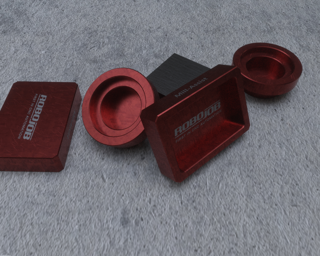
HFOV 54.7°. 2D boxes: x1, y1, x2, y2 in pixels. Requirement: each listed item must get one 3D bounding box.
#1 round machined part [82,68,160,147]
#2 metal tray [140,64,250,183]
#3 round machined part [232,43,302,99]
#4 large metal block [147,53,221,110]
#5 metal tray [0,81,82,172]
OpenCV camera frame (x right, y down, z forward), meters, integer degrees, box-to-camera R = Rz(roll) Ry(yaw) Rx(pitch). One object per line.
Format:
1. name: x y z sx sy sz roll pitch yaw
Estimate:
1. round machined part: -0.045 -0.023 0.392 0.098 0.042 0.098 -4 78 19
2. metal tray: 0.048 -0.008 0.365 0.131 0.090 0.030 -33 31 -25
3. round machined part: 0.155 -0.082 0.463 0.099 0.042 0.098 0 50 0
4. large metal block: 0.030 -0.050 0.429 0.080 0.050 0.080 29 56 22
5. metal tray: -0.161 -0.006 0.403 0.091 0.030 0.130 1 50 0
